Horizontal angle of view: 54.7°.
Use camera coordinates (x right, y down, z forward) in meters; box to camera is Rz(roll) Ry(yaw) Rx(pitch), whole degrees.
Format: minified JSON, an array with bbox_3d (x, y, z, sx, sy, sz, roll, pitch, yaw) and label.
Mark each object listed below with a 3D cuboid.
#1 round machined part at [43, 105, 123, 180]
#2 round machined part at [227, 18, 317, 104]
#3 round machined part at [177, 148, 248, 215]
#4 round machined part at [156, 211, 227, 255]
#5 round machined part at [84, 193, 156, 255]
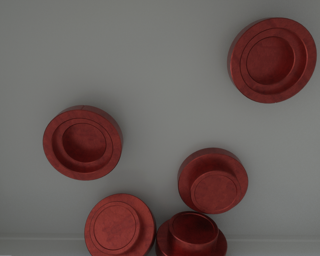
[{"bbox_3d":[-0.097,0.016,0.407,0.099,0.042,0.097,0,110,0],"label":"round machined part"},{"bbox_3d":[0.130,-0.082,0.373,0.099,0.042,0.097,0,110,0],"label":"round machined part"},{"bbox_3d":[0.074,0.080,0.432,0.099,0.042,0.097,0,110,0],"label":"round machined part"},{"bbox_3d":[0.044,0.153,0.428,0.099,0.098,0.042,4,112,-2],"label":"round machined part"},{"bbox_3d":[-0.056,0.138,0.423,0.098,0.042,0.098,-3,65,7],"label":"round machined part"}]
